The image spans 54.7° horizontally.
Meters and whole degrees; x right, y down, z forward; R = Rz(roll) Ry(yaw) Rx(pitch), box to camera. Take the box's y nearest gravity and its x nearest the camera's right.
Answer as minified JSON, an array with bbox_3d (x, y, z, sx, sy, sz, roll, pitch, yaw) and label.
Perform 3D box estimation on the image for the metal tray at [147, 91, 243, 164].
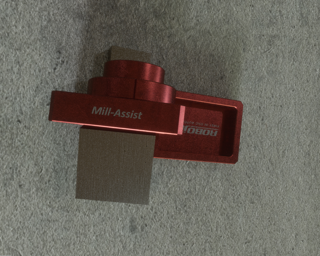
[{"bbox_3d":[0.048,0.000,0.426,0.131,0.030,0.089,7,88,-20],"label":"metal tray"}]

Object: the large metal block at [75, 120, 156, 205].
[{"bbox_3d":[-0.049,0.038,0.360,0.081,0.050,0.079,6,101,-3],"label":"large metal block"}]

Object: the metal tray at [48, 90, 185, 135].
[{"bbox_3d":[-0.043,-0.014,0.342,0.131,0.090,0.030,6,89,-2],"label":"metal tray"}]

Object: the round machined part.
[{"bbox_3d":[-0.030,-0.048,0.349,0.099,0.098,0.042,6,88,-20],"label":"round machined part"}]

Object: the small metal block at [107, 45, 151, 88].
[{"bbox_3d":[-0.042,-0.073,0.396,0.050,0.025,0.050,7,88,-20],"label":"small metal block"}]
